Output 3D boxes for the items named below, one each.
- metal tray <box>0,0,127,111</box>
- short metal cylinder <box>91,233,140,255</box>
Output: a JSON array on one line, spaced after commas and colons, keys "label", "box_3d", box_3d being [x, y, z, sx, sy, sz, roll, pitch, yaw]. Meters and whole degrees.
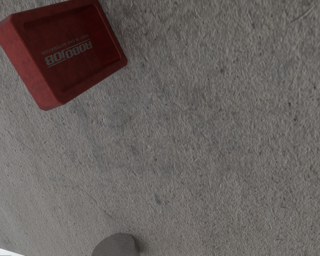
[{"label": "metal tray", "box_3d": [-0.097, -0.086, 0.336, 0.030, 0.131, 0.090, -14, 111, 34]}, {"label": "short metal cylinder", "box_3d": [-0.076, 0.238, 0.559, 0.080, 0.080, 0.050, -4, 117, 30]}]
